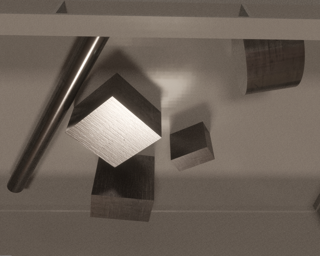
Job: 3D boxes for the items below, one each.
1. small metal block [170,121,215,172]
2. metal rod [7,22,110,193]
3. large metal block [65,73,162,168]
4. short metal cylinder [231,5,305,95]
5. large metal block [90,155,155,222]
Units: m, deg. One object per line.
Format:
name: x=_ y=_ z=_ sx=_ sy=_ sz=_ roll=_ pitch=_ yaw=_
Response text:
small metal block: x=0.042 y=0.024 z=0.414 sx=0.050 sy=0.050 sz=0.025 roll=-22 pitch=127 yaw=17
metal rod: x=-0.144 y=-0.006 z=0.401 sx=0.025 sy=0.025 sz=0.298 roll=26 pitch=125 yaw=-21
large metal block: x=-0.055 y=-0.007 z=0.386 sx=0.080 sy=0.050 sz=0.080 roll=-34 pitch=123 yaw=25
short metal cylinder: x=0.104 y=-0.076 z=0.310 sx=0.050 sy=0.080 sz=0.080 roll=-9 pitch=130 yaw=7
large metal block: x=-0.052 y=0.082 z=0.442 sx=0.081 sy=0.080 sz=0.050 roll=7 pitch=130 yaw=-7
